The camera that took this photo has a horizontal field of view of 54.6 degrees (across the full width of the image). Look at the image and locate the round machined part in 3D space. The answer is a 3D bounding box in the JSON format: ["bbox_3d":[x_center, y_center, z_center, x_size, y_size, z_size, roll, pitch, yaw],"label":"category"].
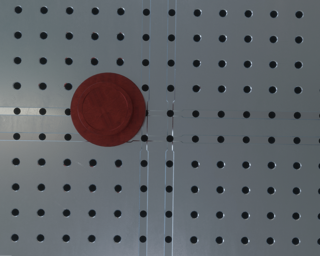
[{"bbox_3d":[-0.068,-0.024,0.404,0.099,0.042,0.097,0,90,0],"label":"round machined part"}]
